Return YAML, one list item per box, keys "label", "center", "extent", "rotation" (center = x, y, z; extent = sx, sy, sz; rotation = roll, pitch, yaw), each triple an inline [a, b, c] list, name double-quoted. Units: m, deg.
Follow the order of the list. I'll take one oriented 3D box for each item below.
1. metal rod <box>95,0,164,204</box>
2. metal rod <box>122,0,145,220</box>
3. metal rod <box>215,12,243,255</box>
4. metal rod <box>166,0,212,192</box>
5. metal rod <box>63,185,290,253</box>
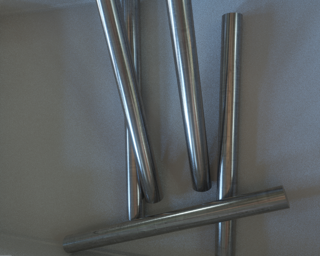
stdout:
- label: "metal rod"
  center: [-0.036, -0.043, 0.362]
  extent: [0.025, 0.025, 0.298]
  rotation: [-4, 112, 20]
- label: "metal rod"
  center: [-0.036, -0.027, 0.423]
  extent: [0.025, 0.025, 0.298]
  rotation: [-2, 89, 20]
- label: "metal rod"
  center: [0.084, 0.012, 0.380]
  extent: [0.025, 0.025, 0.298]
  rotation: [2, 91, 20]
- label: "metal rod"
  center: [0.030, -0.061, 0.334]
  extent: [0.025, 0.025, 0.298]
  rotation: [-1, 115, 20]
- label: "metal rod"
  center: [0.003, 0.119, 0.385]
  extent: [0.300, 0.025, 0.025]
  rotation: [-19, 84, 21]
